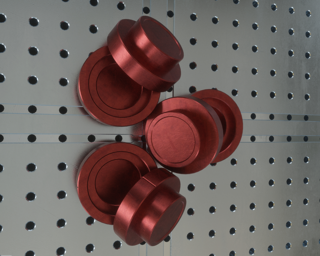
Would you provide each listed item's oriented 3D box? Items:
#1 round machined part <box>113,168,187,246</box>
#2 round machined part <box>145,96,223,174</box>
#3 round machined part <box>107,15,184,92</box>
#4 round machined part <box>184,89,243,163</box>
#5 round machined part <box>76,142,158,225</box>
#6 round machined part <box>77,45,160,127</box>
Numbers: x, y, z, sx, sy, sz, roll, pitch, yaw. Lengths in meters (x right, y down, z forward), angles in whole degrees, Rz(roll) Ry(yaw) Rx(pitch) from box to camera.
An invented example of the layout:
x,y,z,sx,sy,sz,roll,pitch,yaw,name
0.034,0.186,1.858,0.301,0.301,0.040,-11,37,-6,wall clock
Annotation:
x,y,z,sx,sy,sz,roll,pitch,yaw,name
-0.005,0.100,0.371,0.099,0.042,0.097,-39,146,-32,round machined part
0.024,0.010,0.380,0.042,0.098,0.098,-22,100,-61,round machined part
-0.010,-0.094,0.370,0.098,0.042,0.098,32,36,-26,round machined part
0.060,-0.003,0.425,0.099,0.042,0.097,0,90,-20,round machined part
-0.053,0.065,0.383,0.099,0.042,0.097,0,90,-20,round machined part
-0.052,-0.050,0.383,0.099,0.042,0.097,0,90,-20,round machined part
